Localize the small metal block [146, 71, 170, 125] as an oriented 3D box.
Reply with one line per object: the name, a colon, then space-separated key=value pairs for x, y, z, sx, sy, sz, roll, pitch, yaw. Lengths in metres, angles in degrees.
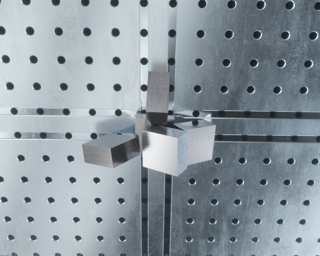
small metal block: x=-0.003 y=-0.035 z=0.376 sx=0.025 sy=0.050 sz=0.050 roll=3 pitch=74 yaw=0

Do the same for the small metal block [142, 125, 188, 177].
small metal block: x=0.006 y=0.027 z=0.384 sx=0.050 sy=0.025 sz=0.050 roll=12 pitch=113 yaw=31

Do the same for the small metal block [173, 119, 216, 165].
small metal block: x=0.044 y=0.019 z=0.409 sx=0.050 sy=0.025 sz=0.050 roll=-9 pitch=113 yaw=-30

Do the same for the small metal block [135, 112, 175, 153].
small metal block: x=-0.007 y=0.007 z=0.416 sx=0.050 sy=0.025 sz=0.050 roll=2 pitch=110 yaw=-1

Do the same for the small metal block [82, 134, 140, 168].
small metal block: x=-0.063 y=0.028 z=0.399 sx=0.050 sy=0.050 sz=0.025 roll=5 pitch=108 yaw=35
